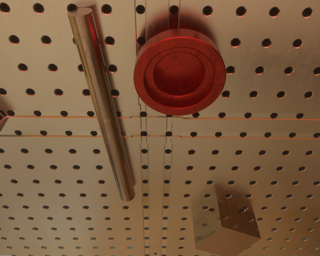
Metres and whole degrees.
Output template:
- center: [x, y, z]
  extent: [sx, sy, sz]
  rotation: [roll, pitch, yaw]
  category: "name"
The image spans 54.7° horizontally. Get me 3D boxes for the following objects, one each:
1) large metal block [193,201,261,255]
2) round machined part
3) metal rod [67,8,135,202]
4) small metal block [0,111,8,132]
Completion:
- center: [0.117, 0.184, 0.553]
  extent: [0.080, 0.050, 0.080]
  rotation: [22, 127, -18]
  category: "large metal block"
- center: [0.021, -0.064, 0.346]
  extent: [0.099, 0.042, 0.097]
  rotation: [0, 130, 0]
  category: "round machined part"
- center: [-0.067, -0.004, 0.407]
  extent: [0.025, 0.025, 0.298]
  rotation: [-4, 130, 3]
  category: "metal rod"
- center: [-0.237, -0.014, 0.397]
  extent: [0.050, 0.025, 0.050]
  rotation: [-16, 129, 13]
  category: "small metal block"
